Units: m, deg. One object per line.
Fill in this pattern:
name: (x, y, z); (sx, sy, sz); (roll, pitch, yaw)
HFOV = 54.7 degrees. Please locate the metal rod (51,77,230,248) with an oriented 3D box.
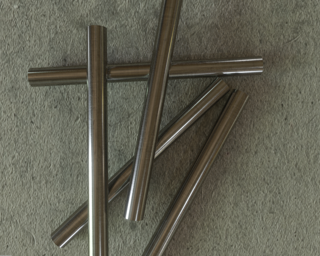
metal rod: (-0.025, 0.045, 0.409); (0.300, 0.025, 0.025); (-43, 90, 0)

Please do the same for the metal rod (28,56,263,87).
metal rod: (-0.018, -0.075, 0.409); (0.302, 0.025, 0.025); (-3, 90, 0)

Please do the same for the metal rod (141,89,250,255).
metal rod: (0.036, 0.085, 0.410); (0.025, 0.025, 0.299); (29, 90, 0)

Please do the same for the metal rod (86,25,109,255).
metal rod: (-0.077, 0.026, 0.383); (0.025, 0.025, 0.298); (0, 90, 0)

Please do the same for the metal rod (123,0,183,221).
metal rod: (-0.006, -0.036, 0.383); (0.025, 0.025, 0.298); (10, 90, 0)
